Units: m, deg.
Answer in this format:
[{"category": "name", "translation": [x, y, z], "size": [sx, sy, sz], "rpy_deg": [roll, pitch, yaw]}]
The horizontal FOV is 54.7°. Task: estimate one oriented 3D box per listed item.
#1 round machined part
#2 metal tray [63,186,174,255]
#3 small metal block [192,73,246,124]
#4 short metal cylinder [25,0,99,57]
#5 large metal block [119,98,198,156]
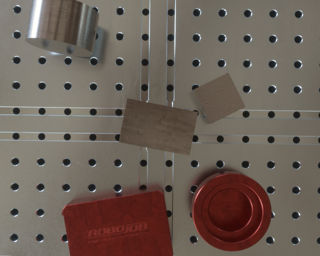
[{"category": "round machined part", "translation": [0.090, 0.105, 0.405], "size": [0.099, 0.042, 0.097], "rpy_deg": [0, 90, 0]}, {"category": "metal tray", "translation": [-0.054, 0.133, 0.410], "size": [0.131, 0.030, 0.089], "rpy_deg": [-9, 90, 0]}, {"category": "small metal block", "translation": [0.077, -0.039, 0.414], "size": [0.050, 0.025, 0.050], "rpy_deg": [-26, 90, 0]}, {"category": "short metal cylinder", "translation": [-0.120, -0.124, 0.385], "size": [0.080, 0.080, 0.050], "rpy_deg": [9, 90, 0]}, {"category": "large metal block", "translation": [-0.002, -0.001, 0.386], "size": [0.080, 0.080, 0.050], "rpy_deg": [11, 90, 0]}]
